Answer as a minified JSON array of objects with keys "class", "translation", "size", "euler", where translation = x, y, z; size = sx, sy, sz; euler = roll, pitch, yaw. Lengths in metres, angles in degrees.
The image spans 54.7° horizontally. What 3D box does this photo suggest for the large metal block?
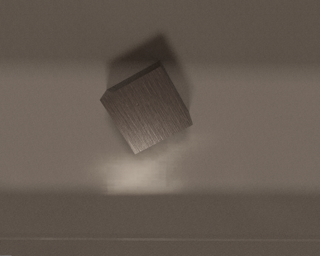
[{"class":"large metal block","translation":[-0.015,-0.027,0.388],"size":[0.080,0.050,0.080],"euler":[-28,108,9]}]
